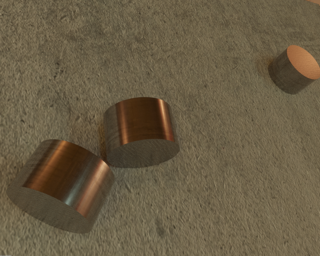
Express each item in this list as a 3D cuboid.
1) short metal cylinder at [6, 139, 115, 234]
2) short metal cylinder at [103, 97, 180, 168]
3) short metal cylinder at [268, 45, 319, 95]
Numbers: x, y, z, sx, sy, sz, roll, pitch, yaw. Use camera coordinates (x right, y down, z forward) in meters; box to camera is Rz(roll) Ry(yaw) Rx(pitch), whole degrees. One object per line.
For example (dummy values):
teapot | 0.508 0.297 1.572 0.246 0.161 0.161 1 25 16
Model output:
short metal cylinder | -0.089 0.055 0.287 0.080 0.080 0.050 30 52 -9
short metal cylinder | -0.022 0.008 0.352 0.081 0.080 0.050 4 60 -26
short metal cylinder | 0.257 -0.111 0.593 0.081 0.050 0.080 14 56 -21
